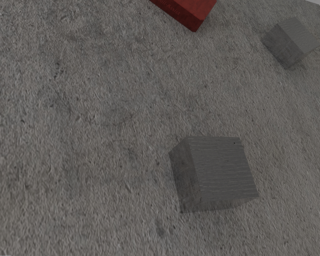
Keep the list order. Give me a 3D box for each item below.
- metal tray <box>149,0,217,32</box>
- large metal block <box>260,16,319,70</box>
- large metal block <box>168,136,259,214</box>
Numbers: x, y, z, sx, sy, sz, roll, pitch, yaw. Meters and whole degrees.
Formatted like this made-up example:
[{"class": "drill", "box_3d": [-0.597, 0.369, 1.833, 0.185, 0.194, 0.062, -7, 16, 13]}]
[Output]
[{"class": "metal tray", "box_3d": [0.033, -0.243, 0.566, 0.130, 0.030, 0.090, 35, 51, -6]}, {"class": "large metal block", "box_3d": [0.270, -0.177, 0.640, 0.081, 0.050, 0.080, -29, 78, -37]}, {"class": "large metal block", "box_3d": [0.065, 0.057, 0.388, 0.081, 0.050, 0.080, 2, 61, -27]}]
